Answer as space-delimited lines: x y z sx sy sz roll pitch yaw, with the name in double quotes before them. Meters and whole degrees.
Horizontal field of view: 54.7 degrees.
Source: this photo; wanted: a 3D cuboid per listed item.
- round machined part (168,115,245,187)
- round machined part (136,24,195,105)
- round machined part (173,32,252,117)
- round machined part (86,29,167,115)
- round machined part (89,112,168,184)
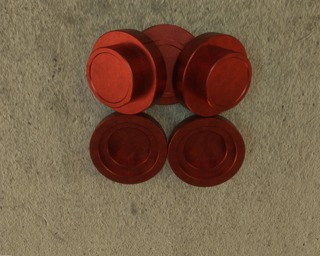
"round machined part" 0.059 0.026 0.412 0.099 0.042 0.097 0 110 -1
"round machined part" 0.006 -0.074 0.374 0.099 0.042 0.097 0 110 -1
"round machined part" 0.067 -0.058 0.358 0.099 0.042 0.097 -15 120 -28
"round machined part" -0.045 -0.061 0.353 0.098 0.042 0.097 14 118 30
"round machined part" -0.040 0.022 0.409 0.099 0.042 0.097 0 110 -1
